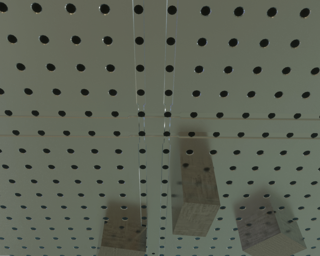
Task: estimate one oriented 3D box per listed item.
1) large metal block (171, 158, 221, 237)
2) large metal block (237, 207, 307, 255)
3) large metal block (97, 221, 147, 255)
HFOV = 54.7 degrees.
[{"bbox_3d":[0.050,0.105,0.466,0.050,0.080,0.079,7,130,-6],"label":"large metal block"},{"bbox_3d":[0.204,0.200,0.569,0.080,0.050,0.080,34,122,-26],"label":"large metal block"},{"bbox_3d":[-0.075,0.225,0.586,0.081,0.050,0.079,12,129,-11],"label":"large metal block"}]
